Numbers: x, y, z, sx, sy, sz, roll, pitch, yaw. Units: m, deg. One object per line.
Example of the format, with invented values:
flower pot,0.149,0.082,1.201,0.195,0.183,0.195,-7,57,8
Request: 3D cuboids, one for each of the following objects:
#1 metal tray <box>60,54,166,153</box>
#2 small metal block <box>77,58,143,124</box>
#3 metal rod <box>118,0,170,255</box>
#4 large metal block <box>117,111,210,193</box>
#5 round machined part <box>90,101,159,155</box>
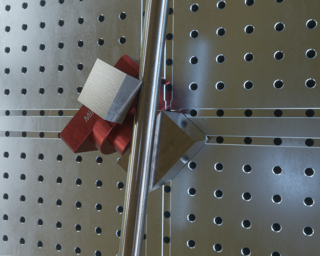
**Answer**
metal tray,-0.057,-0.027,0.397,0.030,0.090,0.130,45,104,14
small metal block,-0.053,-0.039,0.326,0.050,0.025,0.050,33,99,36
metal rod,-0.018,0.011,0.333,0.025,0.025,0.298,7,92,19
large metal block,0.007,0.027,0.377,0.050,0.080,0.080,45,104,14
round machined part,-0.035,-0.001,0.389,0.042,0.098,0.098,44,103,14
